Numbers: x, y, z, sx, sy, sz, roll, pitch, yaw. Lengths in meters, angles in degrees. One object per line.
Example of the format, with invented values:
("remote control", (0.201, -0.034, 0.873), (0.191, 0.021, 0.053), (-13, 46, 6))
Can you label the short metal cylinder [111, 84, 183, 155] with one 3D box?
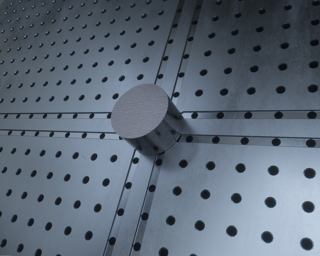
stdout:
("short metal cylinder", (-0.016, -0.011, 0.405), (0.080, 0.050, 0.080), (-13, 56, 20))
